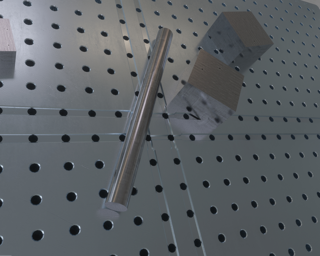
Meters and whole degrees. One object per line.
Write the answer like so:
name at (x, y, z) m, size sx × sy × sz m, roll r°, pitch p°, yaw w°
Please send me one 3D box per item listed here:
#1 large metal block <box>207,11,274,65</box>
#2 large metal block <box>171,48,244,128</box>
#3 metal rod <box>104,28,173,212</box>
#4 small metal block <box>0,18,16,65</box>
large metal block at (0.149, -0.167, 0.574) m, size 0.081 × 0.050 × 0.080 m, roll -16°, pitch 70°, yaw -34°
large metal block at (0.073, -0.060, 0.468) m, size 0.080 × 0.050 × 0.080 m, roll 30°, pitch 52°, yaw -9°
metal rod at (-0.019, -0.034, 0.418) m, size 0.025 × 0.025 × 0.300 m, roll 24°, pitch 53°, yaw -14°
small metal block at (-0.201, -0.102, 0.362) m, size 0.050 × 0.025 × 0.050 m, roll -8°, pitch 66°, yaw -32°
